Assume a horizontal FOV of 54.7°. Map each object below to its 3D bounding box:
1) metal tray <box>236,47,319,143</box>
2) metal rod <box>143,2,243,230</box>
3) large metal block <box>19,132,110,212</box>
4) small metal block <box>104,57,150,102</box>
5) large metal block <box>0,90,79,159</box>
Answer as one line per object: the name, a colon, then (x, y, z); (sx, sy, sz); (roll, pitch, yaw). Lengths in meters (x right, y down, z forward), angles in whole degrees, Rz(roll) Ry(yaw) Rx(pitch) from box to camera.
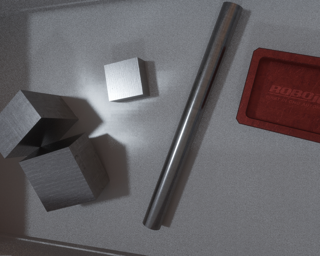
metal tray: (0.162, -0.034, 0.350); (0.130, 0.030, 0.089); (15, 95, 19)
metal rod: (0.039, -0.010, 0.396); (0.025, 0.025, 0.298); (22, 97, 18)
large metal block: (-0.129, 0.061, 0.428); (0.080, 0.050, 0.080); (-17, 106, 18)
small metal block: (-0.045, -0.065, 0.425); (0.050, 0.025, 0.050); (-10, 87, 19)
large metal block: (-0.180, -0.005, 0.443); (0.080, 0.080, 0.050); (-44, 76, 14)
